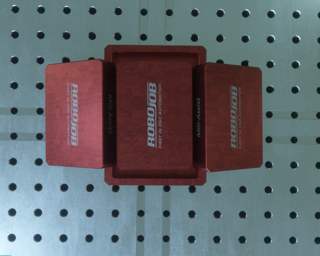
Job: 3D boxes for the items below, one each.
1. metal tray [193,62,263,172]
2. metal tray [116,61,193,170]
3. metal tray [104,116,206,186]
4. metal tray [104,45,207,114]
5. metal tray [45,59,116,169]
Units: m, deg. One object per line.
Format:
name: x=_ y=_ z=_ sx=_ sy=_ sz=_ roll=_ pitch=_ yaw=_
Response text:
metal tray: x=0.086 y=-0.013 z=0.393 sx=0.091 sy=0.030 sz=0.129 roll=-1 pitch=90 yaw=-28
metal tray: x=-0.006 y=-0.015 z=0.380 sx=0.091 sy=0.030 sz=0.129 roll=0 pitch=90 yaw=-1
metal tray: x=-0.006 y=0.029 z=0.411 sx=0.131 sy=0.030 sz=0.089 roll=0 pitch=90 yaw=-1
metal tray: x=-0.006 y=-0.061 z=0.410 sx=0.131 sy=0.030 sz=0.089 roll=0 pitch=90 yaw=-1
metal tray: x=-0.101 y=-0.017 z=0.392 sx=0.090 sy=0.030 sz=0.129 roll=0 pitch=90 yaw=25
